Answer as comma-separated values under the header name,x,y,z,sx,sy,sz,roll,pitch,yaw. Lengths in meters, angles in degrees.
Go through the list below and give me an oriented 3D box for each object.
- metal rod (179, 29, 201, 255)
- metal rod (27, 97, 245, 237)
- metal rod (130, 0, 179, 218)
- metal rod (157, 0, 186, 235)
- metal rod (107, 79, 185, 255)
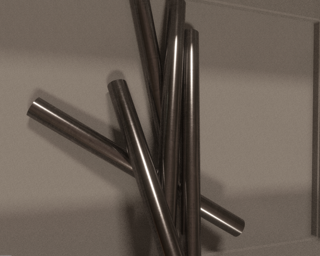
name,x,y,z,sx,sy,sz,roll,pitch,yaw
metal rod,0.038,0.014,0.388,0.025,0.025,0.299,7,74,-20
metal rod,-0.021,0.054,0.384,0.301,0.025,0.025,32,79,-10
metal rod,0.001,-0.028,0.411,0.025,0.025,0.298,-13,94,-20
metal rod,0.014,-0.024,0.385,0.025,0.025,0.299,9,76,-20
metal rod,-0.007,0.076,0.339,0.025,0.025,0.299,-12,67,-20
